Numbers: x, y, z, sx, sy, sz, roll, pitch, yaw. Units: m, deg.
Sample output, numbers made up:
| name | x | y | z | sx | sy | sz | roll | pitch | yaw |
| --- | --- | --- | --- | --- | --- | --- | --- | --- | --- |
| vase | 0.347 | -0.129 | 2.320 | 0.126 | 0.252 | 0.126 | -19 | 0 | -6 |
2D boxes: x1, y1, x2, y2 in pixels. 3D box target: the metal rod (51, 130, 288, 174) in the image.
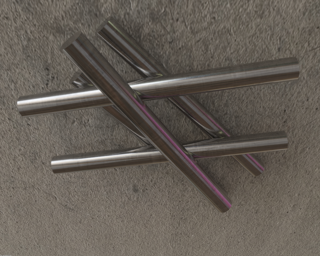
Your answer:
| name | x | y | z | sx | sy | sz | roll | pitch | yaw |
| --- | --- | --- | --- | --- | --- | --- | --- | --- | --- |
| metal rod | 0.009 | 0.033 | 0.404 | 0.302 | 0.025 | 0.025 | -7 | 130 | 5 |

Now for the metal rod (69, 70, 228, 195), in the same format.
| name | x | y | z | sx | sy | sz | roll | pitch | yaw |
| --- | --- | --- | --- | --- | --- | --- | --- | --- | --- |
| metal rod | 0.002 | 0.026 | 0.430 | 0.025 | 0.025 | 0.300 | -33 | 123 | 25 |

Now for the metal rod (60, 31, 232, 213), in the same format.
| name | x | y | z | sx | sy | sz | roll | pitch | yaw |
| --- | --- | --- | --- | --- | --- | --- | --- | --- | --- |
| metal rod | 0.005 | 0.015 | 0.357 | 0.025 | 0.025 | 0.300 | -28 | 126 | 21 |

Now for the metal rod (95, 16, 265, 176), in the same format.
| name | x | y | z | sx | sy | sz | roll | pitch | yaw |
| --- | --- | --- | --- | --- | --- | --- | --- | --- | --- |
| metal rod | 0.043 | -0.022 | 0.390 | 0.025 | 0.025 | 0.301 | -35 | 122 | 26 |

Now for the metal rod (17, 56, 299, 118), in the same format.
| name | x | y | z | sx | sy | sz | roll | pitch | yaw |
| --- | --- | --- | --- | --- | --- | --- | --- | --- | --- |
| metal rod | -0.007 | -0.043 | 0.339 | 0.302 | 0.025 | 0.025 | -7 | 130 | 5 |
